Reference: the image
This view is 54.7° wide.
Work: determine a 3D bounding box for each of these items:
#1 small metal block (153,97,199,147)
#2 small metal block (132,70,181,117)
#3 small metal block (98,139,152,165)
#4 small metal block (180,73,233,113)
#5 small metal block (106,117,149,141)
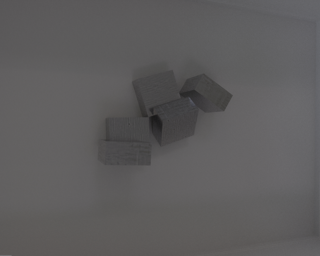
[{"bbox_3d":[0.019,-0.008,0.402,0.050,0.050,0.025,-19,52,-19],"label":"small metal block"},{"bbox_3d":[-0.003,-0.045,0.409,0.050,0.025,0.050,-18,96,-19],"label":"small metal block"},{"bbox_3d":[-0.042,0.027,0.355,0.050,0.050,0.025,3,90,-20],"label":"small metal block"},{"bbox_3d":[0.061,-0.045,0.419,0.050,0.050,0.025,33,79,-17],"label":"small metal block"},{"bbox_3d":[-0.041,0.012,0.395,0.050,0.025,0.050,-1,91,-20],"label":"small metal block"}]
